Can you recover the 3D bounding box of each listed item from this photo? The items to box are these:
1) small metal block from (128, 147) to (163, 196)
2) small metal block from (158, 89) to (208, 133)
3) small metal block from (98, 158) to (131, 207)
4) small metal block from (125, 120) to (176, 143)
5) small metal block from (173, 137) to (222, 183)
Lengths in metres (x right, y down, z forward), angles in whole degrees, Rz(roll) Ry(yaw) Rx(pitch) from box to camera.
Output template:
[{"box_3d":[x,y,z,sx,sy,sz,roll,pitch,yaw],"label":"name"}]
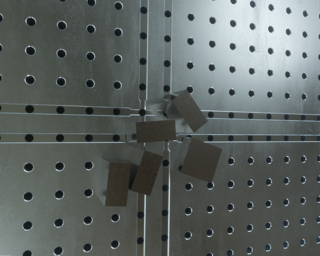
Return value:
[{"box_3d":[-0.024,0.054,0.392,0.025,0.050,0.050,21,83,-19],"label":"small metal block"},{"box_3d":[0.029,-0.021,0.411,0.025,0.050,0.050,-39,103,-16],"label":"small metal block"},{"box_3d":[-0.057,0.065,0.379,0.025,0.050,0.050,7,88,-20],"label":"small metal block"},{"box_3d":[-0.013,0.004,0.396,0.050,0.050,0.025,-4,92,-20],"label":"small metal block"},{"box_3d":[0.053,0.044,0.434,0.050,0.025,0.050,21,83,-19],"label":"small metal block"}]
